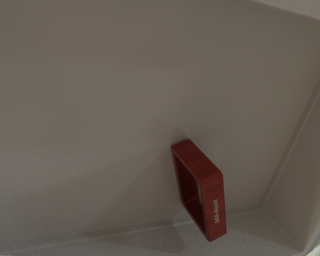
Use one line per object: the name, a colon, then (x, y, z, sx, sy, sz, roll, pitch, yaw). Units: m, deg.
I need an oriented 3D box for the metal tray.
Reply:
metal tray: (0.057, 0.091, 0.453, 0.030, 0.090, 0.129, -23, 127, -15)
